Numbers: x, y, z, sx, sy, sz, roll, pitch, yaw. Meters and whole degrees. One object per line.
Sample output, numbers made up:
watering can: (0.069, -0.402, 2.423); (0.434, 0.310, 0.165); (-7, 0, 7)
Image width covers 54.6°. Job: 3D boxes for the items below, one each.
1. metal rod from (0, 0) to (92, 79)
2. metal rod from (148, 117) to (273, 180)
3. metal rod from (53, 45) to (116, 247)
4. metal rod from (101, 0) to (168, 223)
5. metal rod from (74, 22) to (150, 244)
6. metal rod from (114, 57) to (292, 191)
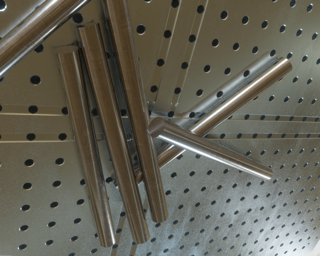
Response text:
metal rod: (-0.125, -0.085, 0.289); (0.300, 0.025, 0.025); (-41, 129, 0)
metal rod: (0.095, 0.041, 0.463); (0.301, 0.025, 0.025); (23, 106, -44)
metal rod: (-0.087, 0.046, 0.391); (0.025, 0.025, 0.298); (-16, 125, -19)
metal rod: (-0.023, -0.003, 0.374); (0.025, 0.025, 0.298); (-19, 120, -17)
metal rod: (-0.050, 0.027, 0.377); (0.025, 0.025, 0.298); (-19, 119, -17)
metal rod: (0.063, -0.004, 0.442); (0.301, 0.025, 0.025); (-37, 129, -4)
